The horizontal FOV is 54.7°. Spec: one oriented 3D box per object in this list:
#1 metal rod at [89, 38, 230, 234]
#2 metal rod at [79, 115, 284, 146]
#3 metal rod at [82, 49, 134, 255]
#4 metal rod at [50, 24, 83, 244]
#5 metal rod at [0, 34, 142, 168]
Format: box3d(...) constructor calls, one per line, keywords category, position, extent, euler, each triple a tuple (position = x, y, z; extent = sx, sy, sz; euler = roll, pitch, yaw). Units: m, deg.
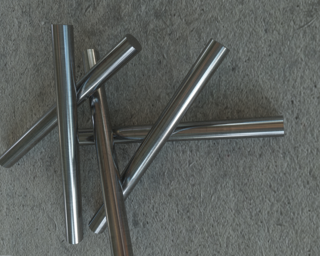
box3d(category="metal rod", position=(-0.012, 0.025, 0.389), extent=(0.025, 0.025, 0.298), euler=(40, 111, 15))
box3d(category="metal rod", position=(0.001, 0.006, 0.408), extent=(0.301, 0.025, 0.025), euler=(-3, 89, 19))
box3d(category="metal rod", position=(-0.069, 0.032, 0.399), extent=(0.025, 0.025, 0.299), euler=(-19, 71, 19))
box3d(category="metal rod", position=(-0.119, 0.022, 0.405), extent=(0.025, 0.025, 0.298), euler=(10, 111, 20))
box3d(category="metal rod", position=(-0.138, -0.023, 0.427), extent=(0.299, 0.025, 0.025), euler=(-35, 79, 28))
